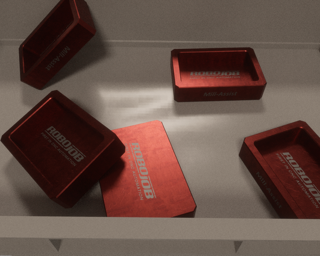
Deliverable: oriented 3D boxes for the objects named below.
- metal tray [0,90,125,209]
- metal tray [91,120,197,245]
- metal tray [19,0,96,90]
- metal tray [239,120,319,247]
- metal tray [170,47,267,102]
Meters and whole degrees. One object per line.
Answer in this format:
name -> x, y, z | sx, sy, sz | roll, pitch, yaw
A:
metal tray -> -0.114, 0.018, 0.357 | 0.130, 0.030, 0.090 | 33, 72, 34
metal tray -> -0.023, 0.055, 0.355 | 0.091, 0.030, 0.130 | -13, 51, -11
metal tray -> -0.156, -0.130, 0.459 | 0.130, 0.030, 0.090 | -38, 50, 19
metal tray -> 0.163, 0.056, 0.356 | 0.091, 0.030, 0.130 | -16, 52, -14
metal tray -> 0.084, -0.083, 0.472 | 0.131, 0.030, 0.090 | -2, 50, -2
